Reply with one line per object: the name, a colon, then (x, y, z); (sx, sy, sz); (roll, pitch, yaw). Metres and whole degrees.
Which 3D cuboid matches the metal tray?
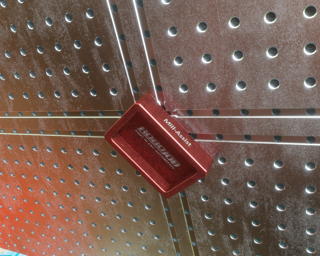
metal tray: (-0.004, 0.028, 0.425); (0.130, 0.030, 0.090); (45, 129, -4)
